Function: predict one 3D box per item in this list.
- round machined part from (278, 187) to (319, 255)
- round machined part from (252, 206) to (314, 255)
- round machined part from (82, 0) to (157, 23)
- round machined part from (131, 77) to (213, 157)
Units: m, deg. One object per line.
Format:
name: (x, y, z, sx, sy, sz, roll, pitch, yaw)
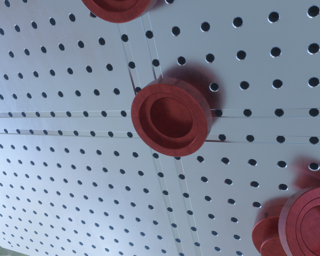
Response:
round machined part: (0.183, 0.116, 0.353, 0.098, 0.098, 0.042, 35, 170, 5)
round machined part: (0.170, 0.153, 0.405, 0.098, 0.042, 0.097, 13, 124, 21)
round machined part: (-0.040, -0.163, 0.321, 0.098, 0.042, 0.097, 13, 124, 21)
round machined part: (0.017, -0.016, 0.381, 0.098, 0.042, 0.097, 13, 124, 21)
